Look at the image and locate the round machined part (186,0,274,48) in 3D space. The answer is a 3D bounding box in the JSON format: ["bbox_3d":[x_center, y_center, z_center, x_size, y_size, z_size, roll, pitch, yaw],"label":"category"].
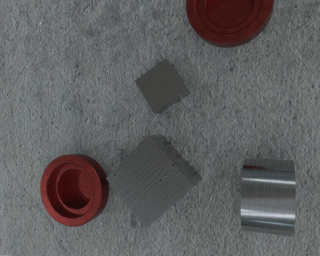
[{"bbox_3d":[0.084,-0.145,0.370,0.098,0.042,0.097,0,90,19],"label":"round machined part"}]

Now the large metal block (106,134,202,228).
[{"bbox_3d":[-0.007,0.065,0.397,0.080,0.050,0.080,-45,76,14],"label":"large metal block"}]

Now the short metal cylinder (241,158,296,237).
[{"bbox_3d":[0.118,0.074,0.338,0.050,0.080,0.079,1,91,20],"label":"short metal cylinder"}]

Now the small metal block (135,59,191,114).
[{"bbox_3d":[0.003,-0.054,0.407,0.050,0.025,0.050,-33,80,16],"label":"small metal block"}]

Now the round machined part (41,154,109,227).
[{"bbox_3d":[-0.115,0.085,0.439,0.098,0.042,0.097,0,90,19],"label":"round machined part"}]
